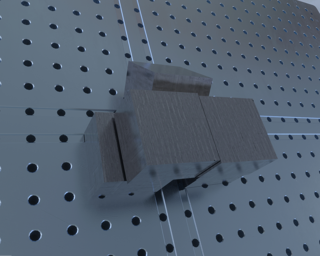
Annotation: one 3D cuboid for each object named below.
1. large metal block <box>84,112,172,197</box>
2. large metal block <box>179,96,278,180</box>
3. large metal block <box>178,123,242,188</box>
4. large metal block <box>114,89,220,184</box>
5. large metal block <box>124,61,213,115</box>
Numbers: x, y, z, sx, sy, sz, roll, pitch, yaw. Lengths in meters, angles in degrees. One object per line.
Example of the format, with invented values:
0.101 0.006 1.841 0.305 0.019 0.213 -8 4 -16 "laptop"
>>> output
-0.037 0.030 0.356 0.081 0.050 0.080 1 61 -28 "large metal block"
0.077 0.011 0.362 0.081 0.050 0.080 0 62 -29 "large metal block"
0.067 0.029 0.411 0.081 0.050 0.080 -1 62 -29 "large metal block"
0.005 0.009 0.323 0.081 0.050 0.080 0 62 -29 "large metal block"
0.008 -0.052 0.403 0.081 0.050 0.080 0 20 -29 "large metal block"
